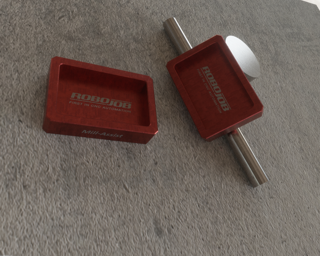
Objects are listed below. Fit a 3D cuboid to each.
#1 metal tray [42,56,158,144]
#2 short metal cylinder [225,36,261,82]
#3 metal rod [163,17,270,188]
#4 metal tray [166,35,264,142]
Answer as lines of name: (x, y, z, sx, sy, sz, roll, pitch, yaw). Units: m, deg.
metal tray: (-0.071, -0.032, 0.383, 0.131, 0.030, 0.090, 8, 58, -24)
short metal cylinder: (0.117, -0.102, 0.506, 0.080, 0.050, 0.080, 23, 50, -29)
metal rod: (0.079, -0.049, 0.478, 0.025, 0.025, 0.299, -14, 69, -34)
metal tray: (0.076, -0.057, 0.442, 0.130, 0.090, 0.030, 66, 10, 18)
